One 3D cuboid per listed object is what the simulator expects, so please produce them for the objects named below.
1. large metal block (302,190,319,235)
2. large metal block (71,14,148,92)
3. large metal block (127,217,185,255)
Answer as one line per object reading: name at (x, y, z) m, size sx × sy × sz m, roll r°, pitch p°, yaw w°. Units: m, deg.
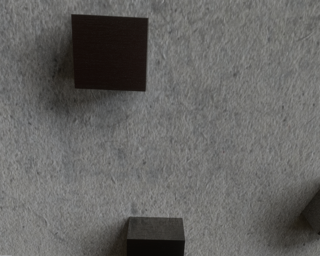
large metal block at (0.271, 0.121, 0.445) m, size 0.080 × 0.050 × 0.080 m, roll 26°, pitch 108°, yaw -10°
large metal block at (-0.055, -0.089, 0.363) m, size 0.081 × 0.050 × 0.079 m, roll 2°, pitch 110°, yaw -2°
large metal block at (-0.007, 0.183, 0.464) m, size 0.081 × 0.050 × 0.079 m, roll 2°, pitch 110°, yaw -1°
